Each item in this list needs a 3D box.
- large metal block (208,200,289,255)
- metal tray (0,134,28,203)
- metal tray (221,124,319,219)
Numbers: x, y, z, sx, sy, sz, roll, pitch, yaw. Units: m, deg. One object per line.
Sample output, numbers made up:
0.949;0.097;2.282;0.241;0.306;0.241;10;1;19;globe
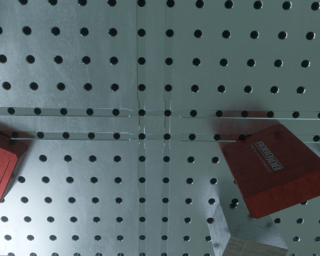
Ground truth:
0.122;0.156;0.443;0.080;0.080;0.050;15;109;-6;large metal block
-0.262;0.039;0.421;0.131;0.030;0.089;27;108;-10;metal tray
0.133;0.045;0.376;0.090;0.130;0.030;-23;109;8;metal tray
